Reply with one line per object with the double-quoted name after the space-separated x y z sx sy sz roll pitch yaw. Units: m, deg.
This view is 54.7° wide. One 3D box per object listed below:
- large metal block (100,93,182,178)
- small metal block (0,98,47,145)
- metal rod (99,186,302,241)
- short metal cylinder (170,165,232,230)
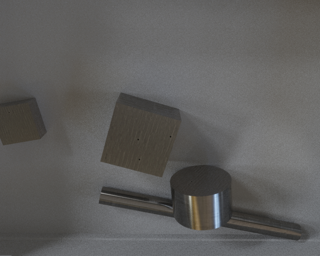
-0.024 0.008 0.401 0.080 0.050 0.079 16 109 -6 "large metal block"
-0.184 -0.009 0.406 0.050 0.025 0.050 -10 110 3 "small metal block"
0.062 0.128 0.459 0.302 0.025 0.025 12 110 -5 "metal rod"
0.056 0.091 0.416 0.080 0.080 0.050 -6 110 2 "short metal cylinder"
